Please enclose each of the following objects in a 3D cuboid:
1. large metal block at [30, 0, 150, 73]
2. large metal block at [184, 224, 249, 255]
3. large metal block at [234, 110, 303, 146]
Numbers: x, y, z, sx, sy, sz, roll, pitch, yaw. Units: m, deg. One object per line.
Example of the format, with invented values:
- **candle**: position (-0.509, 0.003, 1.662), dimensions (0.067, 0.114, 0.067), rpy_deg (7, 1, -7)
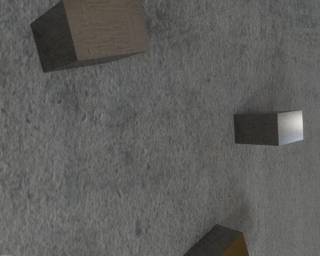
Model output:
- **large metal block**: position (-0.070, -0.091, 0.311), dimensions (0.081, 0.080, 0.050), rpy_deg (-20, 103, -39)
- **large metal block**: position (0.091, 0.208, 0.468), dimensions (0.081, 0.050, 0.080), rpy_deg (-29, 108, -37)
- **large metal block**: position (0.184, -0.002, 0.527), dimensions (0.081, 0.080, 0.050), rpy_deg (-7, 95, -40)
